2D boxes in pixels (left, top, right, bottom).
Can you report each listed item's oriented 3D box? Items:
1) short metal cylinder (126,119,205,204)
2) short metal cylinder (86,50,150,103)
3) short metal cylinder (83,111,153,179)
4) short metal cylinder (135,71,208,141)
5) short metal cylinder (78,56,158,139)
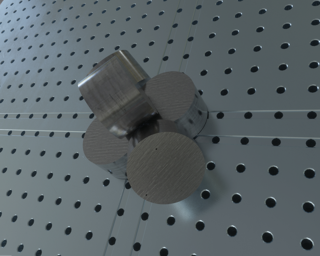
[{"bbox_3d":[0.004,0.035,0.339,0.080,0.080,0.050,-35,16,5],"label":"short metal cylinder"},{"bbox_3d":[-0.059,-0.062,0.431,0.080,0.080,0.050,-39,85,1],"label":"short metal cylinder"},{"bbox_3d":[-0.052,0.020,0.405,0.080,0.050,0.080,-13,56,20],"label":"short metal cylinder"},{"bbox_3d":[0.015,-0.026,0.398,0.080,0.050,0.080,-13,56,20],"label":"short metal cylinder"},{"bbox_3d":[-0.046,-0.034,0.351,0.050,0.080,0.080,-36,52,4],"label":"short metal cylinder"}]
